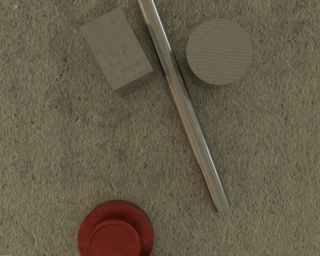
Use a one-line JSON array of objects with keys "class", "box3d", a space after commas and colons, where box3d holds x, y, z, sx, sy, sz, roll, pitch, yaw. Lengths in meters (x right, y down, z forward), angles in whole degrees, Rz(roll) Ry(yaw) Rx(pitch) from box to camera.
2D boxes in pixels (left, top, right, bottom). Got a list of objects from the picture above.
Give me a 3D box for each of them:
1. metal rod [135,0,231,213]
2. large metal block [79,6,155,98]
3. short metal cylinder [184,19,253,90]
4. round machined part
[{"class": "metal rod", "box3d": [0.030, -0.033, 0.410, 0.025, 0.025, 0.299, -20, 90, 0]}, {"class": "large metal block", "box3d": [-0.048, -0.088, 0.382, 0.050, 0.080, 0.080, -28, 90, 0]}, {"class": "short metal cylinder", "box3d": [0.072, -0.092, 0.398, 0.081, 0.050, 0.079, 0, 90, 0]}, {"class": "round machined part", "box3d": [-0.058, 0.147, 0.401, 0.099, 0.042, 0.097, 0, 90, 0]}]
